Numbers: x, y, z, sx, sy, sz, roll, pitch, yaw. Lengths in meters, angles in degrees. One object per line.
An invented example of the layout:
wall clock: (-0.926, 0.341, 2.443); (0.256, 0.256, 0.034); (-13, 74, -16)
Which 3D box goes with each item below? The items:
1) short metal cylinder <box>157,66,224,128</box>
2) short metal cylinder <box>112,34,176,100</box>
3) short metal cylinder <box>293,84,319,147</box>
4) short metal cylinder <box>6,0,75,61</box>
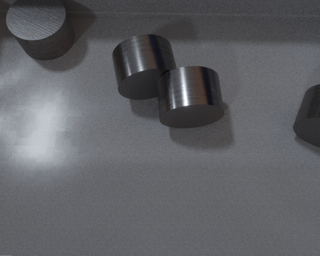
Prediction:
short metal cylinder: (0.038, -0.036, 0.394); (0.081, 0.080, 0.050); (-4, 71, -2)
short metal cylinder: (-0.019, -0.078, 0.409); (0.081, 0.080, 0.050); (-11, 70, -4)
short metal cylinder: (0.216, -0.012, 0.388); (0.080, 0.080, 0.050); (24, 72, 8)
short metal cylinder: (-0.170, -0.145, 0.447); (0.081, 0.050, 0.080); (0, 70, 0)
